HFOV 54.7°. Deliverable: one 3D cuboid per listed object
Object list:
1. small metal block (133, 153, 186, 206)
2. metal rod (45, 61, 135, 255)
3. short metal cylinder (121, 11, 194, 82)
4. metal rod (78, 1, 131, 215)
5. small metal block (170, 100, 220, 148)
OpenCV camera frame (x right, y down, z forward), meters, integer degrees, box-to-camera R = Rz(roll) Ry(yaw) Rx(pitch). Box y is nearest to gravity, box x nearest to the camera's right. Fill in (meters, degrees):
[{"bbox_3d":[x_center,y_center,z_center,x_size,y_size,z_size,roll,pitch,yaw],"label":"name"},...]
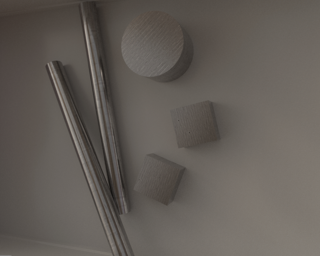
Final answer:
[{"bbox_3d":[0.000,0.067,0.410,0.050,0.025,0.050,22,97,18],"label":"small metal block"},{"bbox_3d":[-0.101,0.038,0.427,0.025,0.025,0.299,-29,74,17],"label":"metal rod"},{"bbox_3d":[-0.002,-0.102,0.397,0.080,0.050,0.079,0,90,19],"label":"short metal cylinder"},{"bbox_3d":[-0.079,-0.030,0.436,0.025,0.025,0.298,-11,86,19],"label":"metal rod"},{"bbox_3d":[0.045,-0.004,0.394,0.050,0.025,0.050,-14,86,19],"label":"small metal block"}]
